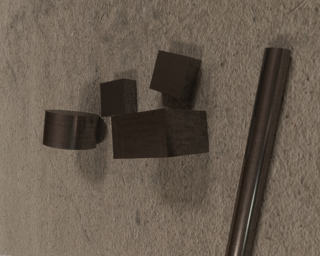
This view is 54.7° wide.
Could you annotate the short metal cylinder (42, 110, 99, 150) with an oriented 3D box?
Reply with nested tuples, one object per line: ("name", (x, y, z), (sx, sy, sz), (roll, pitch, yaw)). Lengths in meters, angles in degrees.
("short metal cylinder", (-0.137, 0.001, 0.479), (0.080, 0.081, 0.050), (12, 98, 39))

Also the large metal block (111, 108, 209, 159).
("large metal block", (0.001, 0.008, 0.367), (0.080, 0.081, 0.050), (-6, 86, 39))

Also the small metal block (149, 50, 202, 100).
("small metal block", (0.019, -0.067, 0.388), (0.050, 0.025, 0.050), (23, 105, 37))

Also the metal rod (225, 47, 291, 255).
("metal rod", (0.094, 0.069, 0.325), (0.025, 0.025, 0.298), (15, 99, 39))

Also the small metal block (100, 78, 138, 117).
("small metal block", (-0.061, -0.043, 0.453), (0.050, 0.025, 0.050), (-4, 88, 39))
